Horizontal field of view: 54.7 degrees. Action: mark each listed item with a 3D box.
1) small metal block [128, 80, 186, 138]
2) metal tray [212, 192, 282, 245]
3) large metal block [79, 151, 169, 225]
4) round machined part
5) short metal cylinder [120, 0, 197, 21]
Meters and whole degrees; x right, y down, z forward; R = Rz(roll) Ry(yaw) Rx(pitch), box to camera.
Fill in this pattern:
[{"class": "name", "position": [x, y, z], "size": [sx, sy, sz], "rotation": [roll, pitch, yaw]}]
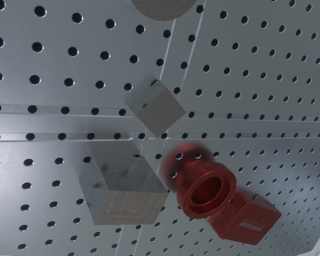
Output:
[{"class": "small metal block", "position": [-0.003, -0.024, 0.395], "size": [0.050, 0.025, 0.050], "rotation": [-42, 130, 0]}, {"class": "metal tray", "position": [0.175, 0.184, 0.617], "size": [0.131, 0.030, 0.090], "rotation": [26, 104, -37]}, {"class": "large metal block", "position": [-0.048, 0.076, 0.396], "size": [0.081, 0.080, 0.050], "rotation": [11, 113, -33]}, {"class": "round machined part", "position": [0.070, 0.094, 0.497], "size": [0.099, 0.042, 0.097], "rotation": [-14, 124, -21]}, {"class": "short metal cylinder", "position": [-0.004, -0.150, 0.300], "size": [0.081, 0.050, 0.079], "rotation": [-14, 124, -21]}]
